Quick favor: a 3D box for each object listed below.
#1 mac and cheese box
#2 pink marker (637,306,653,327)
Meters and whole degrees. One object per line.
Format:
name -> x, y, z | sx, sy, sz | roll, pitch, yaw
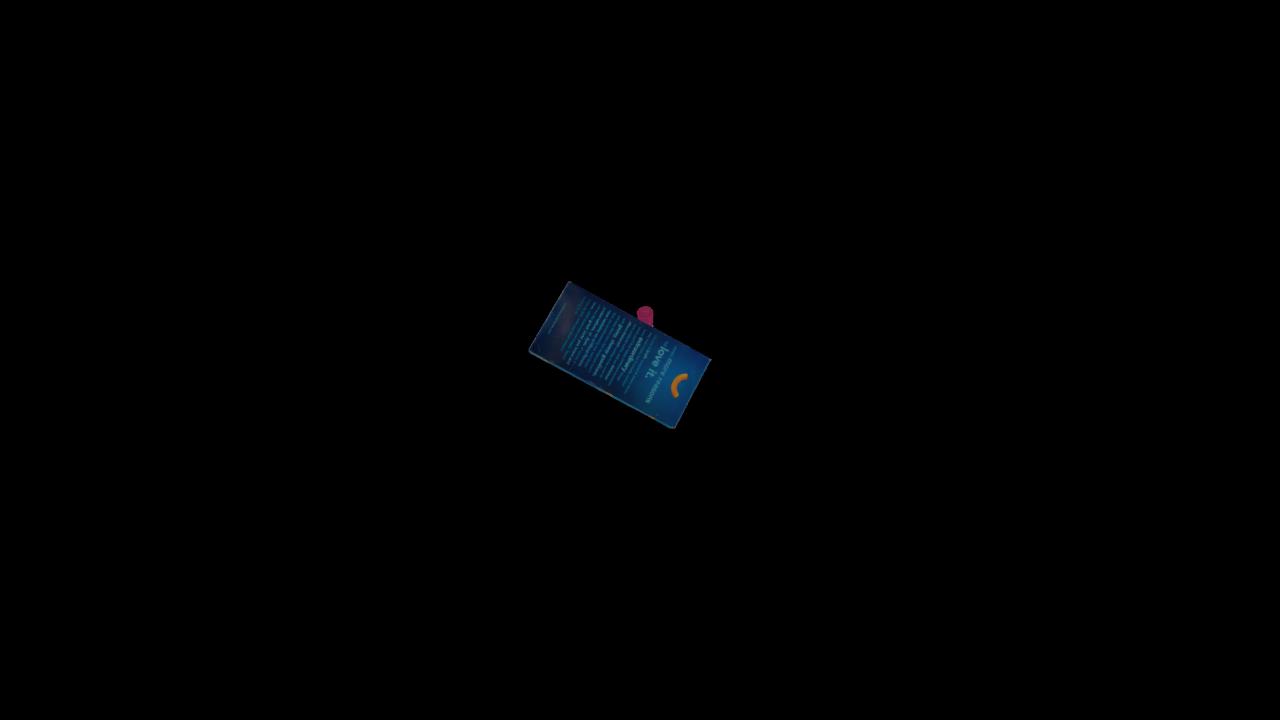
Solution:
mac and cheese box -> -0.023, -0.005, 0.699 | 0.184, 0.093, 0.041 | 29, -10, -3
pink marker -> 0.009, -0.021, 0.734 | 0.020, 0.020, 0.121 | 0, -36, 4
